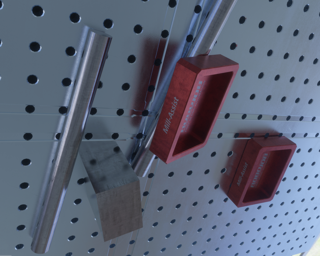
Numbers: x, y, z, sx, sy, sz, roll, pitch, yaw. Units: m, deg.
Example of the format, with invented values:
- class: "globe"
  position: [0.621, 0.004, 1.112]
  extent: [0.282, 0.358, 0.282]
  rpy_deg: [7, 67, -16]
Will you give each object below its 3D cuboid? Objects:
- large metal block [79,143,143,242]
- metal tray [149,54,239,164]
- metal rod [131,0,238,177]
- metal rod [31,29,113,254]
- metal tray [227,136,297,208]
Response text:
- class: "large metal block"
  position: [-0.062, 0.079, 0.392]
  extent: [0.050, 0.080, 0.079]
  rpy_deg: [-15, 125, -21]
- class: "metal tray"
  position: [0.042, -0.024, 0.388]
  extent: [0.091, 0.030, 0.129]
  rpy_deg: [-18, 136, -46]
- class: "metal rod"
  position: [0.034, -0.066, 0.390]
  extent: [0.025, 0.025, 0.298]
  rpy_deg: [15, 110, -35]
- class: "metal rod"
  position: [-0.112, 0.032, 0.370]
  extent: [0.025, 0.025, 0.298]
  rpy_deg: [8, 115, -32]
- class: "metal tray"
  position: [0.183, 0.079, 0.559]
  extent: [0.091, 0.030, 0.129]
  rpy_deg: [-2, 120, -28]
